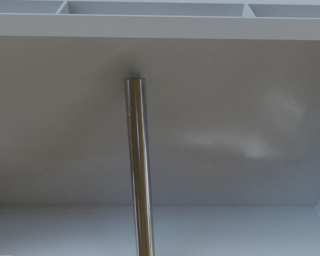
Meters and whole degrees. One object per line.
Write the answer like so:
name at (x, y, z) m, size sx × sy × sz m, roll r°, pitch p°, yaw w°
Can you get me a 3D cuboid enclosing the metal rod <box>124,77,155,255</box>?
metal rod at (-0.023, 0.086, 0.402) m, size 0.025 × 0.025 × 0.298 m, roll -2°, pitch 106°, yaw 2°
